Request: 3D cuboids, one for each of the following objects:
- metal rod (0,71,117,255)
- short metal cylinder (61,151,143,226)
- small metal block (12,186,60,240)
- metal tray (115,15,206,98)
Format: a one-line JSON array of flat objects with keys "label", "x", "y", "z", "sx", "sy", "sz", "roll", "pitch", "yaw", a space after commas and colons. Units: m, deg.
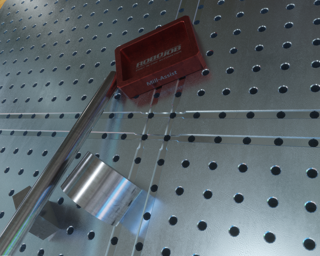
[{"label": "metal rod", "x": -0.123, "y": 0.031, "z": 0.413, "sx": 0.025, "sy": 0.025, "sz": 0.300, "roll": 3, "pitch": 50, "yaw": 29}, {"label": "short metal cylinder", "x": -0.067, "y": 0.071, "z": 0.365, "sx": 0.080, "sy": 0.080, "sz": 0.050, "roll": 28, "pitch": 77, "yaw": 37}, {"label": "small metal block", "x": -0.162, "y": 0.112, "z": 0.406, "sx": 0.025, "sy": 0.050, "sz": 0.050, "roll": -33, "pitch": 51, "yaw": -8}, {"label": "metal tray", "x": -0.004, "y": -0.108, "z": 0.473, "sx": 0.130, "sy": 0.030, "sz": 0.090, "roll": -20, "pitch": 54, "yaw": 16}]
